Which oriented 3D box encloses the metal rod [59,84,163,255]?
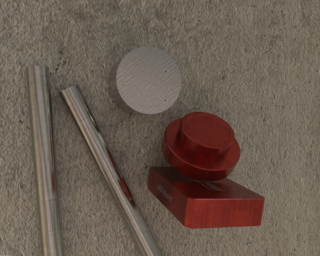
[{"bbox_3d":[-0.047,0.087,0.391,0.025,0.025,0.299,-28,99,-18],"label":"metal rod"}]

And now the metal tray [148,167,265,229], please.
[{"bbox_3d":[0.047,0.077,0.370,0.091,0.130,0.030,5,96,-20],"label":"metal tray"}]

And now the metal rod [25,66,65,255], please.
[{"bbox_3d":[-0.130,0.079,0.361,0.025,0.025,0.298,-5,92,-20],"label":"metal rod"}]

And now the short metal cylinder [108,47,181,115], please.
[{"bbox_3d":[-0.020,-0.056,0.388,0.081,0.050,0.080,0,90,-20],"label":"short metal cylinder"}]

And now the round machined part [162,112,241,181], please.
[{"bbox_3d":[0.054,0.016,0.389,0.099,0.098,0.042,-2,132,-20],"label":"round machined part"}]
